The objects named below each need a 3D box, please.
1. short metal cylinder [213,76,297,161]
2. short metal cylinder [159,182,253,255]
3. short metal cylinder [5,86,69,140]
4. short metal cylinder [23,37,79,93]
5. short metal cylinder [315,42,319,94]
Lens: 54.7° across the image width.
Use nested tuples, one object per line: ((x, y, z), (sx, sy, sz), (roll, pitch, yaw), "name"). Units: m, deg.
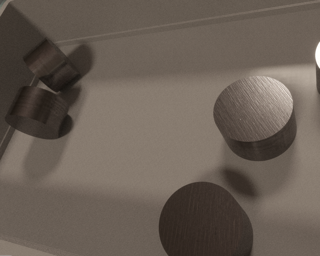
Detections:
((0.105, -0.010, 0.340), (0.080, 0.050, 0.080), (-13, 56, 20), "short metal cylinder")
((0.046, 0.099, 0.304), (0.080, 0.050, 0.080), (-13, 56, 20), "short metal cylinder")
((-0.189, -0.022, 0.480), (0.080, 0.080, 0.050), (-1, 62, 27), "short metal cylinder")
((-0.185, -0.107, 0.531), (0.050, 0.080, 0.080), (-41, 51, 1), "short metal cylinder")
((0.206, -0.064, 0.321), (0.080, 0.050, 0.080), (-13, 56, 20), "short metal cylinder")
